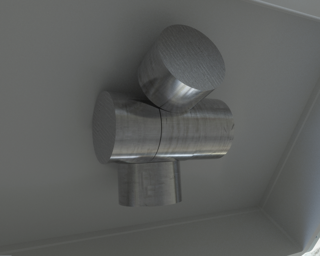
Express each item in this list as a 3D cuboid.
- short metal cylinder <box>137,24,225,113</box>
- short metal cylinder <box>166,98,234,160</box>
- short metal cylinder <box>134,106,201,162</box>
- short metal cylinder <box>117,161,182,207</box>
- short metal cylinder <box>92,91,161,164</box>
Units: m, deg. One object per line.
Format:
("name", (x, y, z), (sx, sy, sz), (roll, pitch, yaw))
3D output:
("short metal cylinder", (0.023, -0.063, 0.335), (0.081, 0.080, 0.050), (2, 155, -29))
("short metal cylinder", (0.049, 0.001, 0.398), (0.050, 0.080, 0.079), (1, 118, -29))
("short metal cylinder", (0.005, 0.001, 0.374), (0.050, 0.080, 0.079), (1, 118, -29))
("short metal cylinder", (-0.013, 0.069, 0.397), (0.081, 0.080, 0.050), (0, 84, -29))
("short metal cylinder", (-0.040, 0.000, 0.349), (0.050, 0.080, 0.079), (1, 118, -29))
